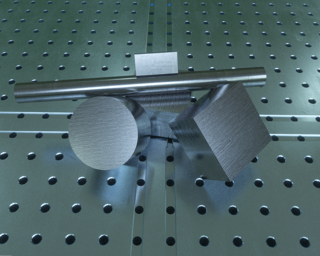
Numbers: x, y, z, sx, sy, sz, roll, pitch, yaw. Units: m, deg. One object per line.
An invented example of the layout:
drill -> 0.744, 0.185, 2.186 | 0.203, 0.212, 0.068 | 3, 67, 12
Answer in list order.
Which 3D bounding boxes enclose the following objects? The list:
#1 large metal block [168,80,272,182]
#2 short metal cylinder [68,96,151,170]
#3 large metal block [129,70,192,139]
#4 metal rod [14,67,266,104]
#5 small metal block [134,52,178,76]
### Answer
large metal block -> 0.070, 0.004, 0.356 | 0.080, 0.050, 0.080 | -38, 103, -27
short metal cylinder -> -0.056, 0.004, 0.356 | 0.080, 0.079, 0.050 | 15, 9, 12
large metal block -> 0.001, -0.036, 0.416 | 0.080, 0.050, 0.080 | 8, 51, 7
metal rod -> -0.020, -0.053, 0.383 | 0.302, 0.025, 0.025 | -4, 50, -4
small metal block -> -0.006, -0.083, 0.392 | 0.050, 0.025, 0.050 | -5, 15, -4
